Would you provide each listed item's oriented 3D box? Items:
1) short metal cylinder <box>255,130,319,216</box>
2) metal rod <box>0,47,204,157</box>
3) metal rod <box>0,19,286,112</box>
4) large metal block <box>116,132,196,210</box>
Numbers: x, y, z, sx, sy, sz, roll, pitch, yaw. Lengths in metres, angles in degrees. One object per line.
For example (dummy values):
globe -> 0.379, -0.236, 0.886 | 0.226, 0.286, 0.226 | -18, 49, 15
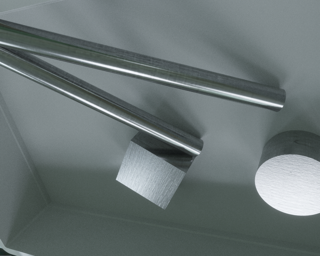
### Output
short metal cylinder -> 0.151, 0.049, 0.343 | 0.080, 0.050, 0.079 | 13, 124, 20
metal rod -> -0.079, -0.036, 0.350 | 0.302, 0.025, 0.025 | 26, 132, -20
metal rod -> -0.020, -0.061, 0.309 | 0.302, 0.025, 0.025 | 12, 127, -7
large metal block -> -0.005, 0.052, 0.426 | 0.080, 0.050, 0.079 | 30, 128, 8
